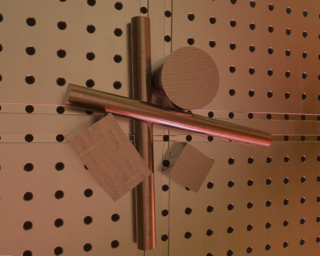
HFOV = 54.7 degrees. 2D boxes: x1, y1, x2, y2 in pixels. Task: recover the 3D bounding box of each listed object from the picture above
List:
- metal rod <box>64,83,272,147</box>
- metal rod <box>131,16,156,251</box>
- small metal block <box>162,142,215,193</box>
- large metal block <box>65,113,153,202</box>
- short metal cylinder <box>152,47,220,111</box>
[{"bbox_3d":[0.031,-0.009,0.405,0.302,0.025,0.025,12,86,-28],"label":"metal rod"},{"bbox_3d":[-0.022,0.007,0.406,0.025,0.025,0.298,-2,91,-20],"label":"metal rod"},{"bbox_3d":[0.039,0.054,0.429,0.050,0.025,0.050,35,79,-17],"label":"small metal block"},{"bbox_3d":[-0.063,0.031,0.360,0.050,0.080,0.080,-37,102,-16],"label":"large metal block"},{"bbox_3d":[0.031,-0.062,0.412,0.081,0.050,0.079,0,90,-21],"label":"short metal cylinder"}]
